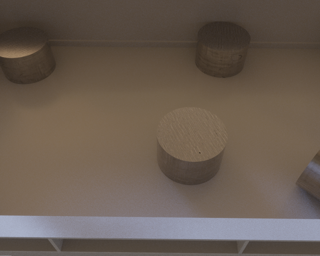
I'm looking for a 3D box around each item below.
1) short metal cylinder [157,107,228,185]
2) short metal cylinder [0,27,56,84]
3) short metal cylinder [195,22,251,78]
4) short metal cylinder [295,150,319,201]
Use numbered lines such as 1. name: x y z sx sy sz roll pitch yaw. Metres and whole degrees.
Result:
1. short metal cylinder: 0.037 0.021 0.371 0.080 0.050 0.080 0 50 0
2. short metal cylinder: -0.210 -0.114 0.483 0.080 0.050 0.080 0 50 0
3. short metal cylinder: 0.099 -0.126 0.495 0.080 0.050 0.080 0 50 0
4. short metal cylinder: 0.193 0.045 0.333 0.080 0.080 0.050 -37 59 -27
